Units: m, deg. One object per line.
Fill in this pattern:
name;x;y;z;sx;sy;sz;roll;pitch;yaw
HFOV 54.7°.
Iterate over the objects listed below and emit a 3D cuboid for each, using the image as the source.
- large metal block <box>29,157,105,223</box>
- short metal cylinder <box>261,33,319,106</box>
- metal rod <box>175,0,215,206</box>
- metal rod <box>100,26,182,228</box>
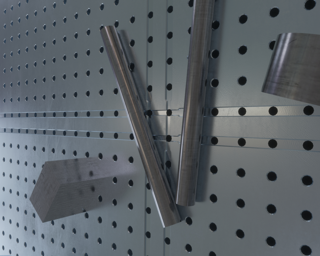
large metal block;-0.148;0.097;0.496;0.050;0.081;0.080;44;117;31
short metal cylinder;0.134;-0.046;0.263;0.080;0.081;0.050;22;104;38
metal rod;0.044;-0.055;0.372;0.025;0.025;0.298;8;95;39
metal rod;-0.032;-0.013;0.435;0.025;0.025;0.299;-31;71;36
